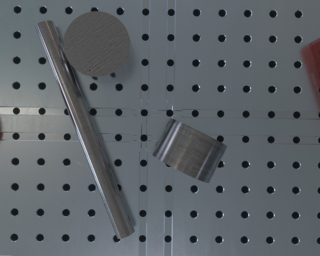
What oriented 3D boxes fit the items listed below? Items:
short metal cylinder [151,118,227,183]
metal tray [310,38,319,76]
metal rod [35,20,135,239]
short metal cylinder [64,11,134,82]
[{"bbox_3d":[0.036,0.027,0.386,0.080,0.080,0.050,27,90,0],"label":"short metal cylinder"},{"bbox_3d":[0.268,-0.069,0.412,0.090,0.030,0.129,-18,90,0],"label":"metal tray"},{"bbox_3d":[-0.099,0.002,0.412,0.025,0.025,0.299,-21,90,0],"label":"metal rod"},{"bbox_3d":[-0.077,-0.102,0.400,0.081,0.050,0.080,0,90,0],"label":"short metal cylinder"}]
